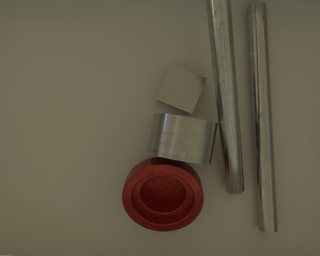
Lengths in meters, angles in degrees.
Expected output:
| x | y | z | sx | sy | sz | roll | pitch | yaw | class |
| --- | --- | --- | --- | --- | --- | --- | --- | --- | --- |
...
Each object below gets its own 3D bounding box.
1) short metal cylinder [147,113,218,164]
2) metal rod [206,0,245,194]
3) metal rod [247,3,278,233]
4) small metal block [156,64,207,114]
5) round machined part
| x | y | z | sx | sy | sz | roll | pitch | yaw | class |
| --- | --- | --- | --- | --- | --- | --- | --- | --- | --- |
| 0.028 | 0.013 | 0.384 | 0.080 | 0.080 | 0.050 | 10 | 89 | -1 | short metal cylinder |
| 0.075 | -0.052 | 0.353 | 0.025 | 0.025 | 0.298 | -11 | 115 | 0 | metal rod |
| 0.137 | -0.013 | 0.413 | 0.025 | 0.025 | 0.298 | -3 | 90 | -1 | metal rod |
| 0.028 | -0.051 | 0.412 | 0.050 | 0.025 | 0.050 | 22 | 90 | -1 | small metal block |
| 0.004 | 0.079 | 0.392 | 0.099 | 0.042 | 0.097 | 1 | 113 | 2 | round machined part |
